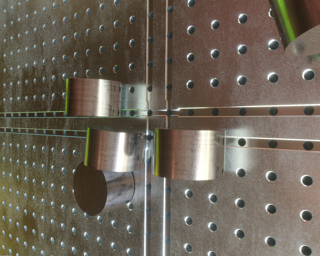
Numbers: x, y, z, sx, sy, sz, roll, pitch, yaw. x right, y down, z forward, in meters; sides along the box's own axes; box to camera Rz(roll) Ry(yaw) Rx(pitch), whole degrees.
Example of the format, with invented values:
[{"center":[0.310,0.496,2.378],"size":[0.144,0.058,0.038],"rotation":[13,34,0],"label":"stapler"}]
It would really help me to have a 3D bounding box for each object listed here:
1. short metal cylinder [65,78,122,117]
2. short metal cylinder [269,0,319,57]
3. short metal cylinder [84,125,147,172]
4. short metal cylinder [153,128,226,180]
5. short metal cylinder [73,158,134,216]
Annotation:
[{"center":[-0.096,-0.043,0.453],"size":[0.080,0.081,0.050],"rotation":[5,94,40],"label":"short metal cylinder"},{"center":[0.139,-0.100,0.259],"size":[0.080,0.081,0.050],"rotation":[-21,77,38],"label":"short metal cylinder"},{"center":[-0.061,0.026,0.424],"size":[0.080,0.081,0.050],"rotation":[10,96,39],"label":"short metal cylinder"},{"center":[0.032,0.026,0.347],"size":[0.080,0.081,0.050],"rotation":[3,92,40],"label":"short metal cylinder"},{"center":[-0.085,0.085,0.463],"size":[0.080,0.050,0.079],"rotation":[1,92,40],"label":"short metal cylinder"}]
